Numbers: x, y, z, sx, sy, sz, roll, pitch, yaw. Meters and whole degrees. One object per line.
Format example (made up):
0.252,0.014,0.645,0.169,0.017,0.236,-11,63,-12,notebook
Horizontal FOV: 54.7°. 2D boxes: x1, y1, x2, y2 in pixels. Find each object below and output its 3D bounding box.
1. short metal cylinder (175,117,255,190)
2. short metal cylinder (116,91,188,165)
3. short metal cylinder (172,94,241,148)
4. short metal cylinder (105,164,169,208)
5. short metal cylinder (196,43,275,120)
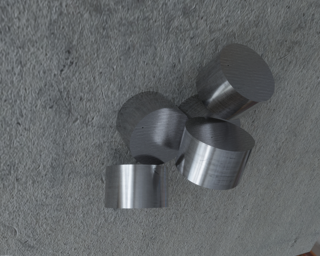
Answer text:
0.063,0.027,0.360,0.081,0.080,0.050,-2,119,-28,short metal cylinder
-0.009,0.000,0.388,0.081,0.050,0.079,-14,125,-21,short metal cylinder
0.062,-0.001,0.427,0.081,0.050,0.079,-14,125,-21,short metal cylinder
-0.029,0.075,0.396,0.081,0.080,0.050,7,76,-32,short metal cylinder
0.092,-0.056,0.381,0.081,0.080,0.050,0,156,-29,short metal cylinder
